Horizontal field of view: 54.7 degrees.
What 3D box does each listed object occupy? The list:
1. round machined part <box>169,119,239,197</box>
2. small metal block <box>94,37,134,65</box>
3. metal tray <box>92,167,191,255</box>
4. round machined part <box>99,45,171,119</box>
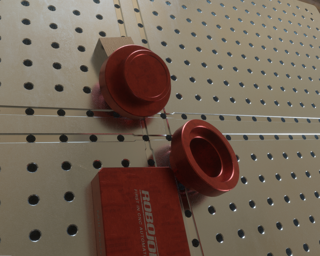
[{"bbox_3d":[0.051,0.041,0.392,0.098,0.042,0.098,26,44,-29],"label":"round machined part"},{"bbox_3d":[-0.058,-0.101,0.440,0.050,0.025,0.050,-14,69,-34],"label":"small metal block"},{"bbox_3d":[-0.020,0.108,0.330,0.091,0.030,0.130,3,60,-27],"label":"metal tray"},{"bbox_3d":[-0.025,-0.063,0.404,0.099,0.042,0.098,7,77,-32],"label":"round machined part"}]
